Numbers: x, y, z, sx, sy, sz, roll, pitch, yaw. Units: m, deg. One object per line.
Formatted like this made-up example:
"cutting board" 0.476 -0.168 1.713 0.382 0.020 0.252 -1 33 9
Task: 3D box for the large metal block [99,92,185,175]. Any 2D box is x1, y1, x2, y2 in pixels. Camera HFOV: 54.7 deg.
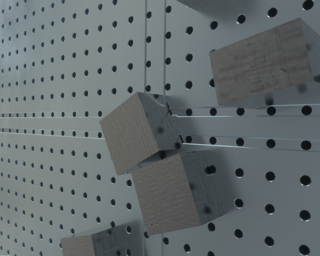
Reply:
"large metal block" -0.026 0.009 0.413 0.080 0.050 0.080 -33 70 35

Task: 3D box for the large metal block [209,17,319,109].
"large metal block" 0.105 -0.052 0.286 0.080 0.081 0.050 -14 81 39

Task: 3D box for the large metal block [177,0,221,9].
"large metal block" 0.035 -0.190 0.344 0.050 0.081 0.079 -3 88 40

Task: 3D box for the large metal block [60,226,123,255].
"large metal block" -0.102 0.201 0.475 0.080 0.050 0.080 -22 77 37

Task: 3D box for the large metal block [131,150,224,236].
"large metal block" 0.020 0.078 0.375 0.080 0.050 0.080 -26 74 36
